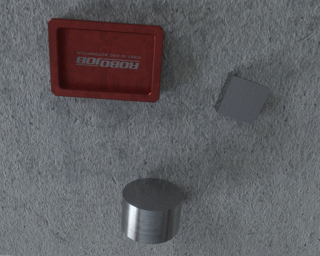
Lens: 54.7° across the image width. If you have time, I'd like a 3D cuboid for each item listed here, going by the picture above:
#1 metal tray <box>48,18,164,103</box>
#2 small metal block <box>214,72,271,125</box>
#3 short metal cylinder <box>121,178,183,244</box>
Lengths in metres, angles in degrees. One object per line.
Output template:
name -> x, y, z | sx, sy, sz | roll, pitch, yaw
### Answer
metal tray -> -0.063, -0.082, 0.376 | 0.131, 0.030, 0.089 | 4, 110, -2
small metal block -> 0.104, -0.038, 0.397 | 0.050, 0.025, 0.050 | 19, 109, -7
short metal cylinder -> -0.012, 0.110, 0.421 | 0.081, 0.080, 0.050 | 4, 110, -2
